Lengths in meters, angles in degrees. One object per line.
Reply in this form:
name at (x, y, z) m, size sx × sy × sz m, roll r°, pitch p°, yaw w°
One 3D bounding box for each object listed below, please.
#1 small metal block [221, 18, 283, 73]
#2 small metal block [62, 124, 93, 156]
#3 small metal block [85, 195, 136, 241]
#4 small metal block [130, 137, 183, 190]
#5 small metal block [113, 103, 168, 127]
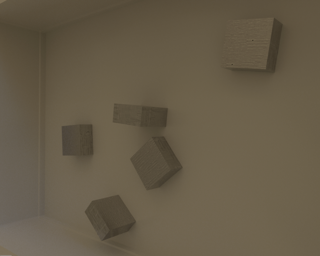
small metal block at (0.096, -0.086, 0.327) m, size 0.050 × 0.025 × 0.050 m, roll 12°, pitch 98°, yaw 39°
small metal block at (-0.138, 0.020, 0.518) m, size 0.050 × 0.025 × 0.050 m, roll -4°, pitch 87°, yaw 39°
small metal block at (-0.071, 0.128, 0.447) m, size 0.050 × 0.050 × 0.025 m, roll 50°, pitch 119°, yaw 28°
small metal block at (-0.006, 0.046, 0.410) m, size 0.050 × 0.025 × 0.050 m, roll -45°, pitch 63°, yaw 30°
small metal block at (-0.026, -0.017, 0.410) m, size 0.050 × 0.050 × 0.025 m, roll 9°, pitch 96°, yaw 39°
